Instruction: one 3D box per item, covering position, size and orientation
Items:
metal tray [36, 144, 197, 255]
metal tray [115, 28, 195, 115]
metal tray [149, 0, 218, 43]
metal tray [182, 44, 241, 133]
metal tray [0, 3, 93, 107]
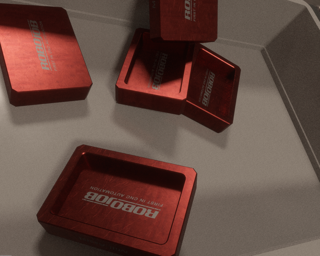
[{"bbox_3d":[-0.037,0.071,0.301,0.131,0.030,0.090,11,51,13],"label":"metal tray"},{"bbox_3d":[-0.003,-0.083,0.431,0.091,0.030,0.130,11,52,1],"label":"metal tray"},{"bbox_3d":[0.032,-0.181,0.411,0.091,0.030,0.129,-7,103,-27],"label":"metal tray"},{"bbox_3d":[0.075,-0.066,0.484,0.090,0.030,0.130,27,52,-12],"label":"metal tray"},{"bbox_3d":[-0.147,-0.093,0.380,0.091,0.030,0.130,-10,67,-33],"label":"metal tray"}]
